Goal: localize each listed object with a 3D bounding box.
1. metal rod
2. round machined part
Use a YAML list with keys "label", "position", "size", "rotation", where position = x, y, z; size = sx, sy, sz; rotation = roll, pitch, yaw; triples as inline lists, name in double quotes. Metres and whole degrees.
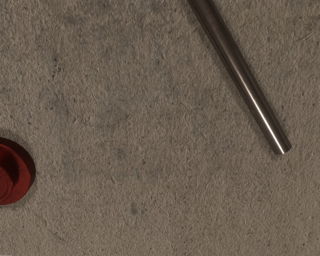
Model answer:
- label: "metal rod"
  position: [0.086, -0.089, 0.378]
  size: [0.025, 0.025, 0.299]
  rotation: [-31, 108, 10]
- label: "round machined part"
  position: [-0.227, 0.065, 0.421]
  size: [0.099, 0.042, 0.097]
  rotation: [0, 110, -1]
